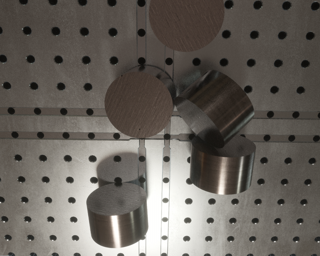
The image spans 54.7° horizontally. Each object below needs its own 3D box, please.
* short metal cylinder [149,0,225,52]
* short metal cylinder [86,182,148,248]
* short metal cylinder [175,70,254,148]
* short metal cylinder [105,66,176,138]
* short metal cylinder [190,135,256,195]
[{"bbox_3d":[0.028,-0.130,0.353,0.081,0.050,0.079,0,110,-1],"label":"short metal cylinder"},{"bbox_3d":[-0.057,0.117,0.427,0.081,0.080,0.050,-2,110,0],"label":"short metal cylinder"},{"bbox_3d":[0.064,-0.022,0.370,0.050,0.080,0.080,-42,107,-12],"label":"short metal cylinder"},{"bbox_3d":[-0.022,-0.033,0.382,0.080,0.050,0.079,2,109,7],"label":"short metal cylinder"},{"bbox_3d":[0.080,0.043,0.401,0.081,0.080,0.050,1,110,-1],"label":"short metal cylinder"}]
